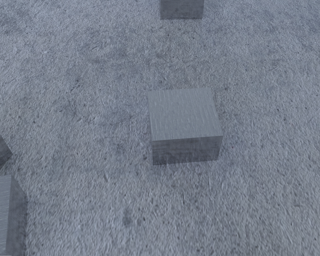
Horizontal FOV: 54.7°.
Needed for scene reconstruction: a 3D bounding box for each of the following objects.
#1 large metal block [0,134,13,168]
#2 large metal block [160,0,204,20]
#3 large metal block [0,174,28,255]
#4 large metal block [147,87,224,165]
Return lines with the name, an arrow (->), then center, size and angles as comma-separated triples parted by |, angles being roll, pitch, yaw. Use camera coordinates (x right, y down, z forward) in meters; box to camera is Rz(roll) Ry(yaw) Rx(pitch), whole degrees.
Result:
large metal block -> -0.237, 0.035, 0.356 | 0.080, 0.050, 0.080 | 16, 52, 13
large metal block -> 0.040, -0.255, 0.602 | 0.081, 0.050, 0.080 | -1, 50, -1
large metal block -> -0.180, 0.100, 0.302 | 0.081, 0.050, 0.080 | -10, 51, -9
large metal block -> 0.028, -0.003, 0.390 | 0.081, 0.050, 0.080 | -4, 50, -4
